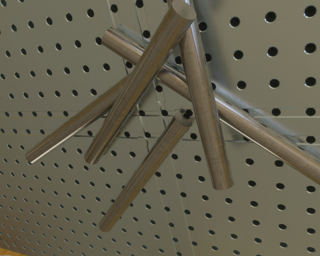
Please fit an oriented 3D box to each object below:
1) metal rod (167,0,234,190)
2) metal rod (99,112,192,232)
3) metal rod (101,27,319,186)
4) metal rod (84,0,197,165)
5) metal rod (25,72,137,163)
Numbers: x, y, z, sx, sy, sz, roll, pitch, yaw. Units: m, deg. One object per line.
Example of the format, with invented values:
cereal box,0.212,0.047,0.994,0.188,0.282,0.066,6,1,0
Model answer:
metal rod,0.035,-0.072,0.323,0.025,0.025,0.298,-6,108,31
metal rod,-0.036,0.086,0.481,0.025,0.025,0.298,37,129,3
metal rod,0.062,-0.028,0.360,0.301,0.025,0.025,34,129,5
metal rod,-0.044,-0.029,0.386,0.025,0.025,0.298,41,138,0
metal rod,-0.128,-0.006,0.472,0.299,0.025,0.025,-29,103,37
